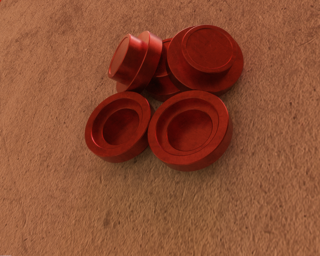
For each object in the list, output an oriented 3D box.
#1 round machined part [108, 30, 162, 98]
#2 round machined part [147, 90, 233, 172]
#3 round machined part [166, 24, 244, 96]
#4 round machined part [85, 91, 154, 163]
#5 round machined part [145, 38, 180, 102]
[{"bbox_3d":[-0.041,-0.094,0.442,0.098,0.042,0.098,-44,33,40],"label":"round machined part"},{"bbox_3d":[0.038,0.007,0.369,0.098,0.042,0.098,-13,56,20],"label":"round machined part"},{"bbox_3d":[0.058,-0.090,0.390,0.099,0.042,0.098,2,71,-5],"label":"round machined part"},{"bbox_3d":[-0.048,0.002,0.417,0.098,0.042,0.098,-13,56,20],"label":"round machined part"},{"bbox_3d":[0.015,-0.088,0.438,0.098,0.042,0.098,-13,56,20],"label":"round machined part"}]
